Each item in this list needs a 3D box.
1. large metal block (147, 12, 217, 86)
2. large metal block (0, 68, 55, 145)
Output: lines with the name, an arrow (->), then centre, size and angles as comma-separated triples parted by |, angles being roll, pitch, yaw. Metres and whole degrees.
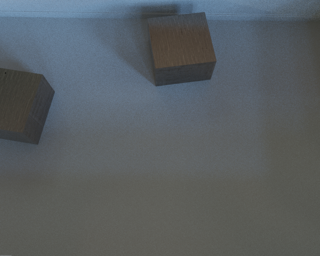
large metal block -> 0.028, -0.110, 0.437 | 0.081, 0.050, 0.080 | -8, 70, -3
large metal block -> -0.196, -0.029, 0.405 | 0.080, 0.050, 0.080 | 9, 70, 3
